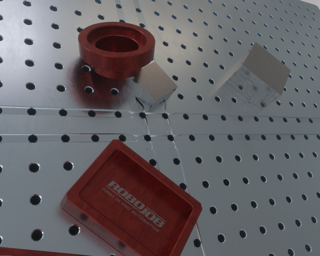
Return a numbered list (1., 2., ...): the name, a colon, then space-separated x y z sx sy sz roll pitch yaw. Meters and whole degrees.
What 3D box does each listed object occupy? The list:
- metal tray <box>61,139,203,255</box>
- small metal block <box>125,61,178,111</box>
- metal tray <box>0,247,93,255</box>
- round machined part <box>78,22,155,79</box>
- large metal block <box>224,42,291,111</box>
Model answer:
1. metal tray: -0.027 0.085 0.338 0.130 0.030 0.090 38 51 -3
2. small metal block: -0.012 -0.060 0.439 0.050 0.025 0.050 49 51 6
3. metal tray: -0.105 0.169 0.245 0.091 0.030 0.130 15 56 -20
4. round machined part: -0.057 -0.101 0.413 0.099 0.042 0.098 4 42 -4
5. large metal block: 0.171 -0.090 0.539 0.080 0.050 0.080 38 51 -3
